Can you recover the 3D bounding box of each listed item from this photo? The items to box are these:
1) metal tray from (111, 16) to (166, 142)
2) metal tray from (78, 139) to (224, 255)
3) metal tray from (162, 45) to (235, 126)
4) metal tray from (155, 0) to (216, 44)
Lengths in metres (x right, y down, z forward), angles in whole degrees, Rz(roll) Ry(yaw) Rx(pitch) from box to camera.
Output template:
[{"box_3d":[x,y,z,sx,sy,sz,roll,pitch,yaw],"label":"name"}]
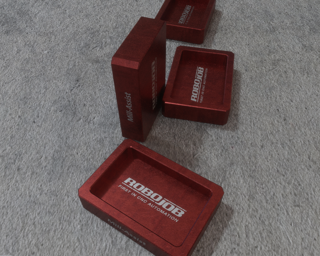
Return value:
[{"box_3d":[-0.021,-0.056,0.382,0.030,0.129,0.090,15,52,12],"label":"metal tray"},{"box_3d":[-0.009,0.075,0.336,0.130,0.030,0.090,26,55,20],"label":"metal tray"},{"box_3d":[0.059,-0.067,0.456,0.090,0.030,0.130,9,50,7],"label":"metal tray"},{"box_3d":[0.049,-0.212,0.577,0.090,0.030,0.130,13,51,10],"label":"metal tray"}]
